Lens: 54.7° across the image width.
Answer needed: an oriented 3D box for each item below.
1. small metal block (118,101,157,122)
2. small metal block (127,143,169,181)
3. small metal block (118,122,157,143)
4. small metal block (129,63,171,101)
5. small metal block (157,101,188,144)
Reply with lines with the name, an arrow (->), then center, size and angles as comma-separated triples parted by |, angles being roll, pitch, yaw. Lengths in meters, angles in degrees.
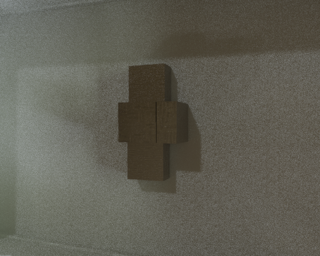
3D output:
small metal block -> -0.020, -0.020, 0.402 | 0.050, 0.050, 0.025 | 0, 90, 20
small metal block -> -0.015, 0.043, 0.414 | 0.050, 0.025, 0.050 | 0, 90, 20
small metal block -> -0.020, 0.005, 0.402 | 0.050, 0.050, 0.025 | 0, 90, 20
small metal block -> -0.013, -0.057, 0.413 | 0.050, 0.025, 0.050 | 0, 90, 20
small metal block -> 0.016, -0.007, 0.390 | 0.025, 0.050, 0.050 | 0, 90, 20
